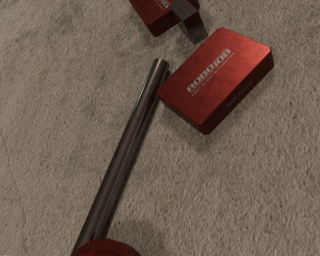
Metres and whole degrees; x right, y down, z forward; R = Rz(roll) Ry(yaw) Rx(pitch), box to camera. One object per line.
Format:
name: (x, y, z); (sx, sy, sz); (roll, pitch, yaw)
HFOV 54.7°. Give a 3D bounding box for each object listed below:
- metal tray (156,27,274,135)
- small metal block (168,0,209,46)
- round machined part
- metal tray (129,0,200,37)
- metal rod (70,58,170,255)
metal tray: (0.070, -0.064, 0.403); (0.130, 0.030, 0.090); (-46, 51, -4)
small metal block: (0.043, -0.160, 0.463); (0.025, 0.050, 0.050); (-34, 52, 6)
round machined part: (-0.053, 0.167, 0.315); (0.098, 0.042, 0.098); (-11, 58, 19)
metal tray: (-0.001, -0.224, 0.536); (0.090, 0.030, 0.130); (-33, 52, 6)
metal rod: (-0.047, 0.035, 0.405); (0.025, 0.025, 0.300); (8, 65, 31)
